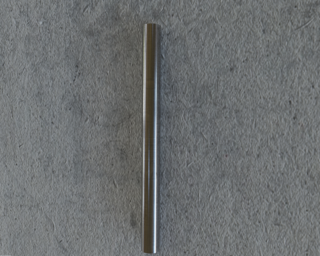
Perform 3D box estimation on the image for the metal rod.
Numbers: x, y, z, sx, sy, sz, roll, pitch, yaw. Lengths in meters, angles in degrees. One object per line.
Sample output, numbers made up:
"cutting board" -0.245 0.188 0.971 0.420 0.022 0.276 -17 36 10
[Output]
"metal rod" -0.012 0.014 0.413 0.025 0.025 0.298 0 90 19
